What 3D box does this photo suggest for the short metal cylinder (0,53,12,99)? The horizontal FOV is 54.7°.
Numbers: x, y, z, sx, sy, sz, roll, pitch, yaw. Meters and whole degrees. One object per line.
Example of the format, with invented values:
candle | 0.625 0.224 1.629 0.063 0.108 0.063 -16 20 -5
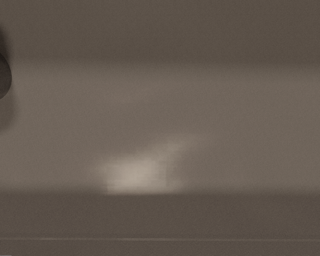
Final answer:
short metal cylinder | -0.230 -0.061 0.372 0.081 0.050 0.079 0 110 -1
